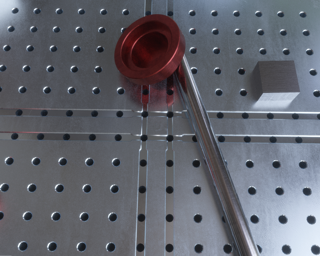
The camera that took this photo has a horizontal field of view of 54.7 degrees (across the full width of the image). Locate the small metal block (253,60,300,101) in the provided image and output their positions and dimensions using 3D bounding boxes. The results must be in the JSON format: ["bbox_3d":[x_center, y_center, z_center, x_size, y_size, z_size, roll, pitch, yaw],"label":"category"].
[{"bbox_3d":[0.163,-0.067,0.437,0.050,0.025,0.050,-1,70,-1],"label":"small metal block"}]

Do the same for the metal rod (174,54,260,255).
[{"bbox_3d":[0.067,0.033,0.399,0.025,0.025,0.299,-15,71,-6],"label":"metal rod"}]

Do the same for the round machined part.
[{"bbox_3d":[-0.010,-0.103,0.427,0.098,0.042,0.098,-9,67,24],"label":"round machined part"}]
